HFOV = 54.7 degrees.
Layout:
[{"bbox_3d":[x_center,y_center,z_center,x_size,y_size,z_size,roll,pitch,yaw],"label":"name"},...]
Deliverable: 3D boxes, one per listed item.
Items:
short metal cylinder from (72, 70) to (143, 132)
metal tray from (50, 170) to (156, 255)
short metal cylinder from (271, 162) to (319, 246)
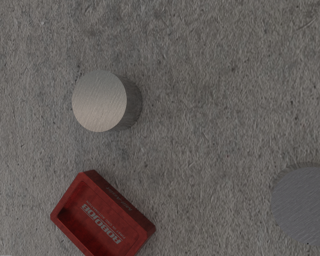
[{"bbox_3d":[-0.070,-0.035,0.421,0.080,0.050,0.080,0,90,20],"label":"short metal cylinder"},{"bbox_3d":[-0.082,0.133,0.435,0.130,0.030,0.090,39,102,15],"label":"metal tray"},{"bbox_3d":[0.164,0.079,0.338,0.080,0.050,0.080,0,90,20],"label":"short metal cylinder"}]
